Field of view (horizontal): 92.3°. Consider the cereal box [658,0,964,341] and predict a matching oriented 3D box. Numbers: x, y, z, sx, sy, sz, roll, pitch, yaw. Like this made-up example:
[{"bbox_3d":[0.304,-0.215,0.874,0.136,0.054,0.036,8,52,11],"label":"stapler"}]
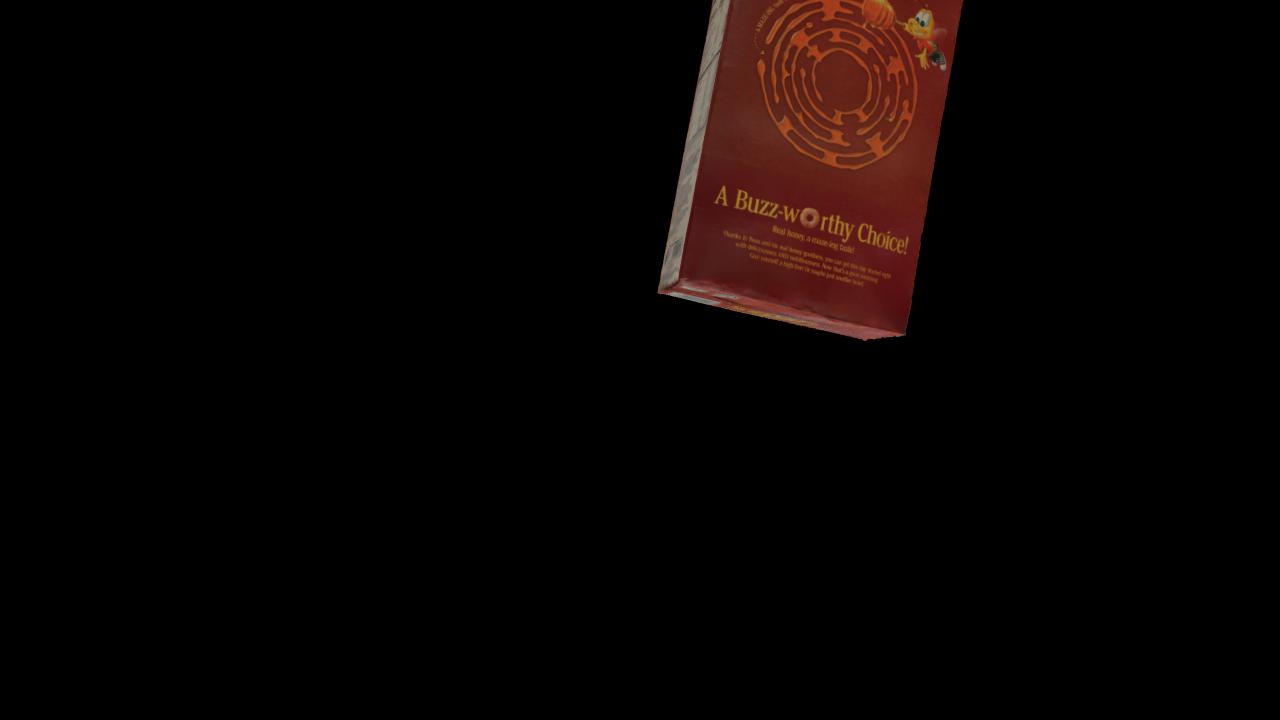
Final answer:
[{"bbox_3d":[0.144,-0.185,0.522,0.203,0.306,0.081,11,-4,-12],"label":"cereal box"}]
